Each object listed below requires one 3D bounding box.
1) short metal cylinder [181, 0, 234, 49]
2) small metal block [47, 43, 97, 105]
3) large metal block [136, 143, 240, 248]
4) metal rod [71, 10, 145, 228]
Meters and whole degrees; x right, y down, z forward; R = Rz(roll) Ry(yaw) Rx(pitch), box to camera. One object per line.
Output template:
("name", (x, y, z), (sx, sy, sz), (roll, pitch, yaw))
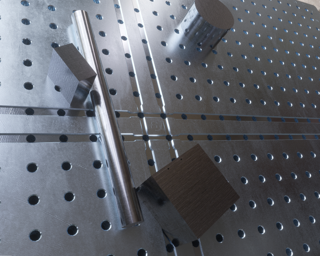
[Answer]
("short metal cylinder", (0.085, -0.190, 0.556), (0.081, 0.050, 0.080), (14, 56, -21))
("small metal block", (-0.108, -0.065, 0.375), (0.025, 0.050, 0.050), (-32, 80, -38))
("large metal block", (0.032, 0.077, 0.364), (0.081, 0.050, 0.080), (-30, 79, -38))
("metal rod", (-0.072, -0.028, 0.387), (0.025, 0.025, 0.299), (-4, 64, -30))
